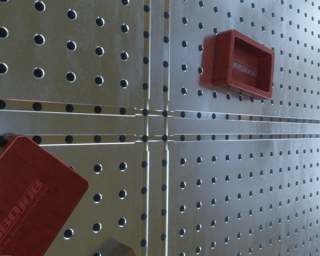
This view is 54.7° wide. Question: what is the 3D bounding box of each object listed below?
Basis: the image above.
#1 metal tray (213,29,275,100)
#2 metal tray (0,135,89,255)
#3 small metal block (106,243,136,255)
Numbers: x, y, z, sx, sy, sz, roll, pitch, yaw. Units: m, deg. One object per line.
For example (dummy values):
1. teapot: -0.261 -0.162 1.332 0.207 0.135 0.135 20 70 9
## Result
1. metal tray: 0.147 -0.104 0.532 0.131 0.030 0.089 10 84 -40
2. metal tray: -0.140 0.082 0.290 0.090 0.030 0.130 46 62 -31
3. small metal block: -0.049 0.177 0.370 0.050 0.025 0.050 -34 111 -35
